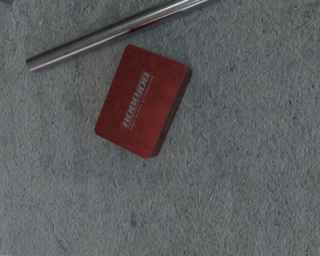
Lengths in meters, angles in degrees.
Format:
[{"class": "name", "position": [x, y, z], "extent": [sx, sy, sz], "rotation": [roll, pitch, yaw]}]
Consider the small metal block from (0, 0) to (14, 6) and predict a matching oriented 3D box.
[{"class": "small metal block", "position": [-0.255, -0.233, 0.497], "extent": [0.050, 0.025, 0.050], "rotation": [34, 101, 16]}]

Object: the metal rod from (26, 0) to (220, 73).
[{"class": "metal rod", "position": [-0.059, -0.135, 0.428], "extent": [0.301, 0.025, 0.025], "rotation": [-16, 85, 18]}]

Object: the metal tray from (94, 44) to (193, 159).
[{"class": "metal tray", "position": [-0.024, -0.035, 0.414], "extent": [0.090, 0.030, 0.129], "rotation": [25, 98, 18]}]
